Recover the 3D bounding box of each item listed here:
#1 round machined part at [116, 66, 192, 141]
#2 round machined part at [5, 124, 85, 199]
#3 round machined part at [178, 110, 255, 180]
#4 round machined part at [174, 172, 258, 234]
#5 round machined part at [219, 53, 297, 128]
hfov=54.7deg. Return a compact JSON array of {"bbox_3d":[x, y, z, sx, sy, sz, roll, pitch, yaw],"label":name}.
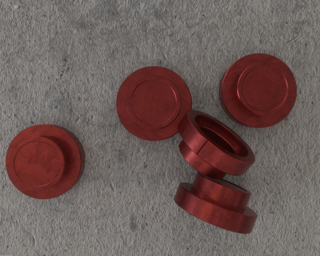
[{"bbox_3d":[-0.008,-0.032,0.401,0.099,0.042,0.097,0,90,0],"label":"round machined part"},{"bbox_3d":[-0.151,0.044,0.400,0.099,0.042,0.097,0,90,0],"label":"round machined part"},{"bbox_3d":[0.063,0.024,0.378,0.098,0.098,0.042,34,112,0],"label":"round machined part"},{"bbox_3d":[0.070,0.084,0.374,0.098,0.098,0.042,21,91,0],"label":"round machined part"},{"bbox_3d":[0.129,-0.049,0.402,0.099,0.042,0.097,0,90,0],"label":"round machined part"}]
